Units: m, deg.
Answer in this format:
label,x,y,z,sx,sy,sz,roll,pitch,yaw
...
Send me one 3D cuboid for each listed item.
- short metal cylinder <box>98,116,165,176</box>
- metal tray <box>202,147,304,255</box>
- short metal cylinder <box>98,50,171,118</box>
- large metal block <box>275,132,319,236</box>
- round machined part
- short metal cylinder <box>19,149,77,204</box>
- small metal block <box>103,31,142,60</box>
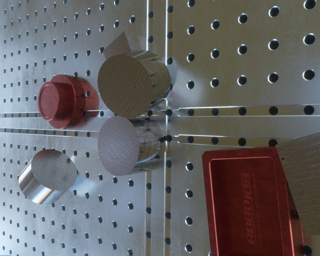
label,x,y,z,sx,sy,sz,roll,pitch,yaw
short metal cylinder,-0.040,0.023,0.426,0.080,0.050,0.080,0,90,40
metal tray,0.095,0.086,0.327,0.090,0.030,0.129,-8,85,39
short metal cylinder,-0.033,-0.058,0.404,0.080,0.050,0.079,10,113,25
large metal block,0.158,0.040,0.263,0.080,0.050,0.080,-23,76,37
round machined part,-0.179,-0.046,0.547,0.098,0.042,0.097,0,90,40
short metal cylinder,-0.191,0.083,0.532,0.050,0.081,0.080,-43,64,32
small metal block,-0.052,-0.104,0.452,0.050,0.025,0.050,-30,71,36
